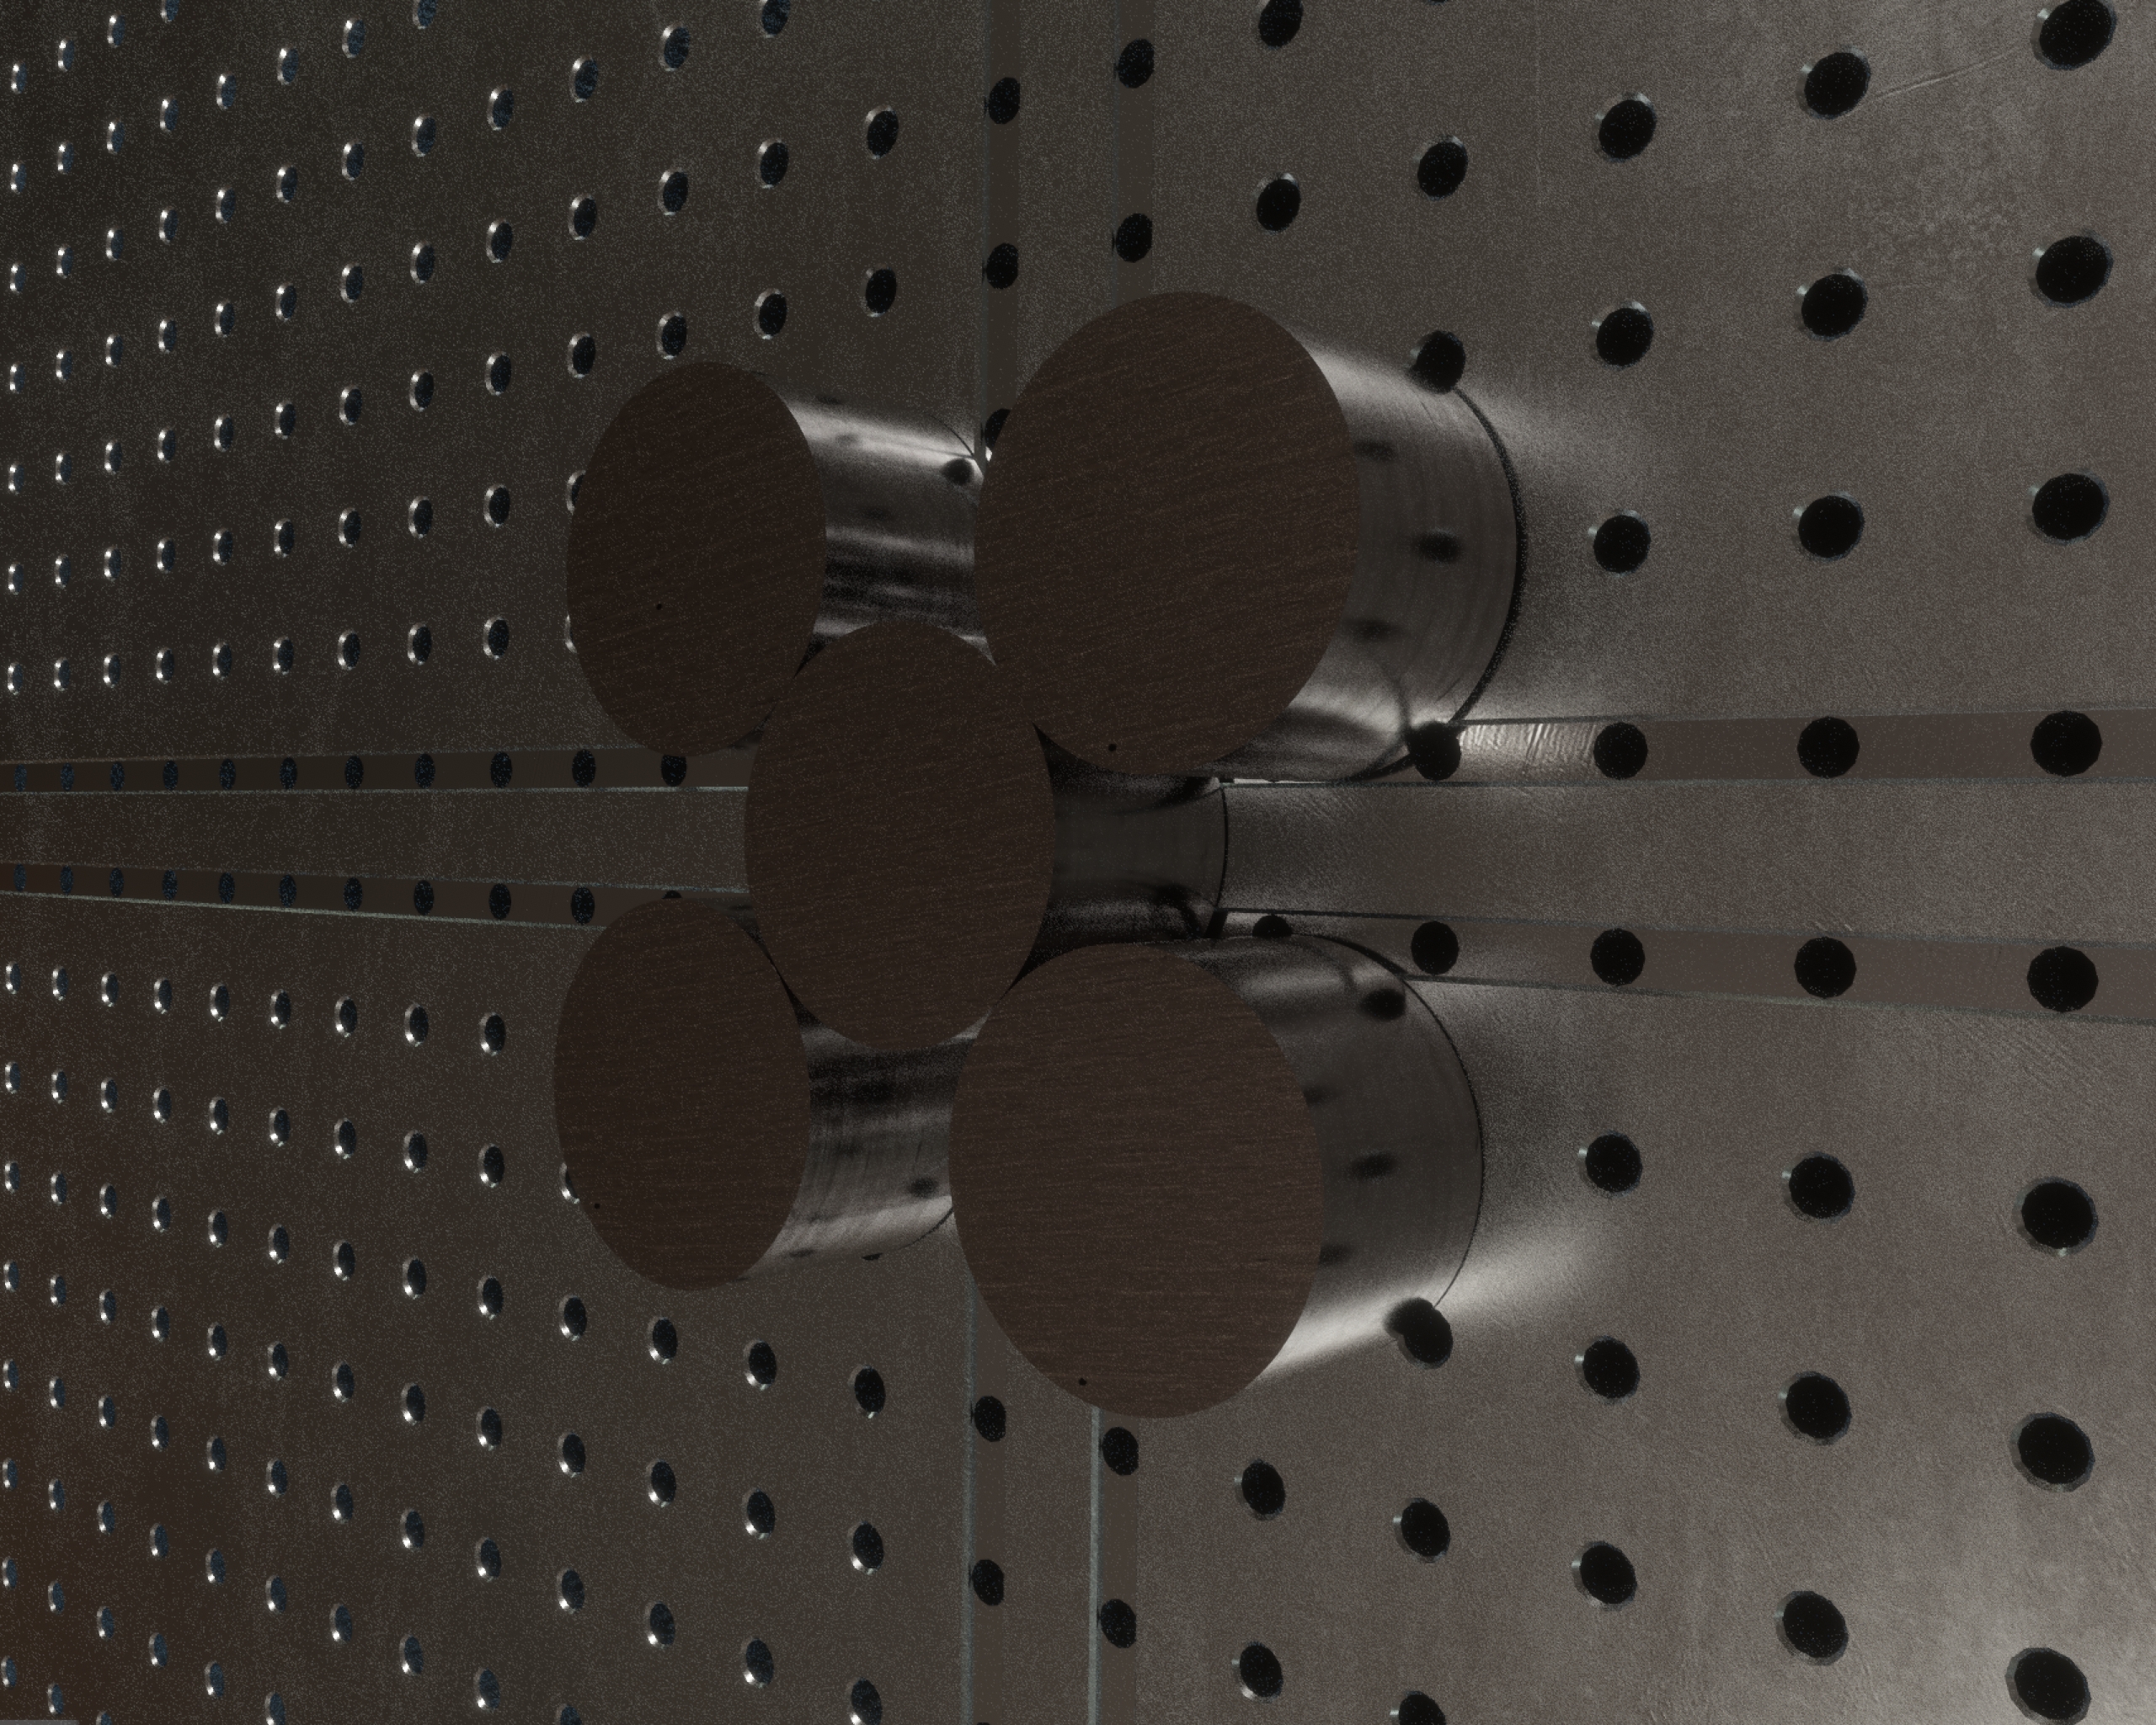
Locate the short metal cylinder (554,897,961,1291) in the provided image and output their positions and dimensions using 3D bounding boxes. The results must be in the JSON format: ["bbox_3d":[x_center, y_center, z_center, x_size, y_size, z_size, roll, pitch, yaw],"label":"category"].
[{"bbox_3d":[-0.066,0.047,0.444,0.080,0.050,0.079,0,90,39],"label":"short metal cylinder"}]

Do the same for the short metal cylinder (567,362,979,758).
[{"bbox_3d":[-0.063,-0.061,0.442,0.080,0.050,0.079,0,90,39],"label":"short metal cylinder"}]

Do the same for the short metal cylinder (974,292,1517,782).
[{"bbox_3d":[0.029,-0.054,0.365,0.080,0.050,0.079,0,90,39],"label":"short metal cylinder"}]

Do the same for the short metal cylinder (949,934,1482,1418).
[{"bbox_3d":[0.024,0.053,0.371,0.080,0.050,0.079,0,90,39],"label":"short metal cylinder"}]

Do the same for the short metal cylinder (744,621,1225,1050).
[{"bbox_3d":[-0.019,-0.005,0.406,0.080,0.050,0.079,0,90,39],"label":"short metal cylinder"}]
